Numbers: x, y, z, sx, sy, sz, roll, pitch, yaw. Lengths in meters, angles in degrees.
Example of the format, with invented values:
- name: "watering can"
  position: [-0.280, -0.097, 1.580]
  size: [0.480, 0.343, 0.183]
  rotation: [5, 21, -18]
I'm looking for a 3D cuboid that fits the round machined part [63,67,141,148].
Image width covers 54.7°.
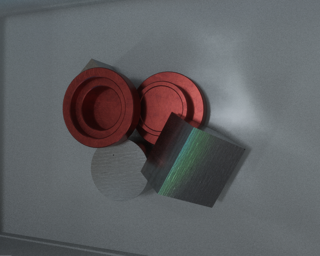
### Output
- name: "round machined part"
  position: [-0.069, -0.025, 0.392]
  size: [0.098, 0.042, 0.097]
  rotation: [0, 90, 19]

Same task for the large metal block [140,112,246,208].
- name: "large metal block"
  position: [0.037, 0.038, 0.359]
  size: [0.080, 0.080, 0.050]
  rotation: [-63, 32, 9]

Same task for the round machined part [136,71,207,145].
- name: "round machined part"
  position: [0.008, -0.024, 0.394]
  size: [0.098, 0.042, 0.097]
  rotation: [0, 90, 19]

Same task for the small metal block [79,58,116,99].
- name: "small metal block"
  position: [-0.087, -0.063, 0.424]
  size: [0.025, 0.050, 0.050]
  rotation: [46, 104, 14]

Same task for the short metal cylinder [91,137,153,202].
- name: "short metal cylinder"
  position: [-0.043, 0.052, 0.409]
  size: [0.080, 0.050, 0.079]
  rotation: [0, 90, 19]
